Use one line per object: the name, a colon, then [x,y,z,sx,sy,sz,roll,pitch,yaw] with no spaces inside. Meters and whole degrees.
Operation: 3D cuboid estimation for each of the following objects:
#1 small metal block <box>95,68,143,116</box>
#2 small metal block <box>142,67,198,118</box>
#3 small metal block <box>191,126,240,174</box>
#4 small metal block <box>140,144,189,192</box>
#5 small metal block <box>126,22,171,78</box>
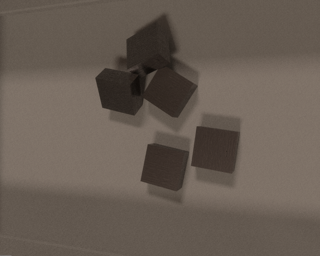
small metal block: [-0.054,-0.048,0.414,0.050,0.025,0.050,14,136,19]
small metal block: [0.013,-0.048,0.405,0.050,0.025,0.050,35,101,16]
small metal block: [0.069,0.026,0.386,0.050,0.025,0.050,9,93,19]
small metal block: [0.007,0.050,0.407,0.050,0.025,0.050,13,94,19]
small metal block: [-0.016,-0.100,0.401,0.050,0.025,0.050,-20,60,31]
